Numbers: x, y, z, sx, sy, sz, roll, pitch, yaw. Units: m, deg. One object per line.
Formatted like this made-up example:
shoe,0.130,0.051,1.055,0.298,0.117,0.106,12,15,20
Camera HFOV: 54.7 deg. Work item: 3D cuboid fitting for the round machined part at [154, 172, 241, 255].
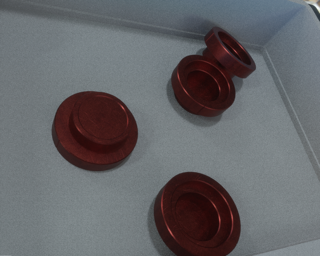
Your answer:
round machined part,0.038,0.102,0.349,0.099,0.042,0.098,16,48,-19

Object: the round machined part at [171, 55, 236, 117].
round machined part,0.060,-0.058,0.464,0.099,0.042,0.098,13,57,-21

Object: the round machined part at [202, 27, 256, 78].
round machined part,0.110,-0.119,0.517,0.098,0.042,0.098,29,36,-24

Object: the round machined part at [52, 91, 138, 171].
round machined part,-0.071,-0.003,0.359,0.099,0.042,0.098,14,56,-21
